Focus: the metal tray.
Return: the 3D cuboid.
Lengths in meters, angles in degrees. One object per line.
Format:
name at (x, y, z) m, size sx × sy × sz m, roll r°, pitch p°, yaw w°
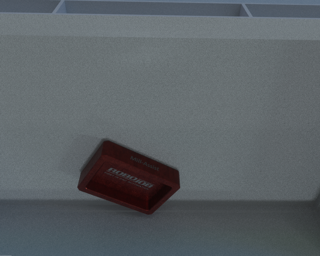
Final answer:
metal tray at (-0.046, 0.080, 0.473) m, size 0.131 × 0.030 × 0.090 m, roll 26°, pitch 125°, yaw -21°
